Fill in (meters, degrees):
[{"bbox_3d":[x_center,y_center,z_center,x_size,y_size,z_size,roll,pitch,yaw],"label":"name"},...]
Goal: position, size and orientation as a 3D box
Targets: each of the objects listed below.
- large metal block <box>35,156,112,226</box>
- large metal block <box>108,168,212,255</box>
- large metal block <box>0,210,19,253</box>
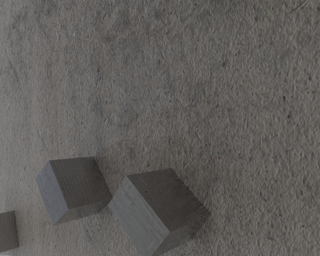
[{"bbox_3d":[-0.132,0.094,0.478,0.050,0.081,0.080,-45,63,31],"label":"large metal block"},{"bbox_3d":[0.000,0.098,0.369,0.080,0.081,0.050,46,118,30],"label":"large metal block"},{"bbox_3d":[-0.360,0.229,0.667,0.050,0.081,0.080,-21,77,38],"label":"large metal block"}]
